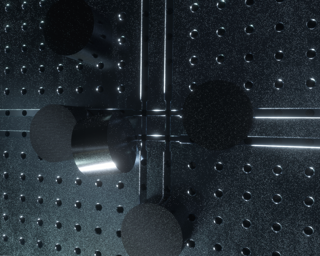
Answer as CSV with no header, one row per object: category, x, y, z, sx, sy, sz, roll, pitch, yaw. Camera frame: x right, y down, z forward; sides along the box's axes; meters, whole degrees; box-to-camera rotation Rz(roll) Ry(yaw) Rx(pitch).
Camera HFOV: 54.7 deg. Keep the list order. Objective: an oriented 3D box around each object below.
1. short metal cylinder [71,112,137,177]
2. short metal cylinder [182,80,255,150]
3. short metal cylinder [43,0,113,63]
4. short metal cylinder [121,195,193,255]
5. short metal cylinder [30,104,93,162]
short metal cylinder,-0.071,0.022,0.407,0.050,0.080,0.080,-9,87,19
short metal cylinder,0.072,-0.015,0.374,0.080,0.050,0.079,0,90,19
short metal cylinder,-0.115,-0.137,0.438,0.080,0.050,0.079,0,90,19
short metal cylinder,-0.003,0.131,0.400,0.080,0.050,0.079,0,90,19
short metal cylinder,-0.137,0.007,0.446,0.080,0.050,0.079,0,90,19
